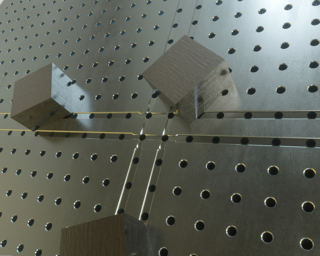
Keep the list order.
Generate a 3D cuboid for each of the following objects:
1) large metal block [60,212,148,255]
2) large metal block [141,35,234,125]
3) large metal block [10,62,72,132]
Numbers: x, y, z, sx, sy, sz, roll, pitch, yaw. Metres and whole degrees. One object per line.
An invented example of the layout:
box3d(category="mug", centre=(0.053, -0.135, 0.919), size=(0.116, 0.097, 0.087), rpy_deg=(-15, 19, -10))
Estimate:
box3d(category="large metal block", centre=(-0.059, 0.145, 0.333), size=(0.080, 0.050, 0.080), rpy_deg=(-19, 55, 17))
box3d(category="large metal block", centre=(0.036, -0.066, 0.412), size=(0.080, 0.050, 0.080), rpy_deg=(-43, 51, -2))
box3d(category="large metal block", centre=(-0.199, -0.052, 0.526), size=(0.080, 0.050, 0.080), rpy_deg=(-23, 53, 14))
